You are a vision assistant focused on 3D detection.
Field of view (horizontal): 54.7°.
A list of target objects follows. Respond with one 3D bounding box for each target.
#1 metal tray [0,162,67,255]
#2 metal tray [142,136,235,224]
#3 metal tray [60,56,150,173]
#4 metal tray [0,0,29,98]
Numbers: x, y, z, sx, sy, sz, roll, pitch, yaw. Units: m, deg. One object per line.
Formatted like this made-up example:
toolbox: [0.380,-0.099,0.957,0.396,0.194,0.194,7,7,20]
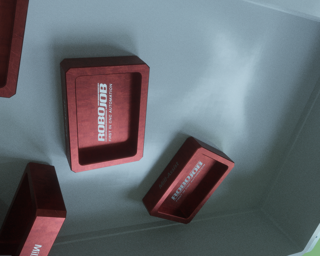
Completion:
metal tray: [-0.152,0.117,0.355,0.030,0.090,0.129,16,110,-35]
metal tray: [0.045,0.085,0.482,0.090,0.030,0.130,27,104,-37]
metal tray: [-0.063,-0.015,0.360,0.091,0.030,0.129,-9,122,-24]
metal tray: [-0.163,-0.094,0.257,0.091,0.030,0.129,5,116,-31]
